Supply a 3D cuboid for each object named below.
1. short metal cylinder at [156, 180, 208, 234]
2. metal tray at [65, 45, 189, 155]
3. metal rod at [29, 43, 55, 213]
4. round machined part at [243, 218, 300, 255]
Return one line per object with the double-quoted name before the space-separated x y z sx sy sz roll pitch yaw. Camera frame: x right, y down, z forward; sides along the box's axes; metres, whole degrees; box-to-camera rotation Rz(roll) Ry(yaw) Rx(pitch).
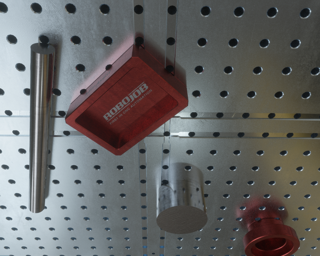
"short metal cylinder" 0.034 0.130 0.506 0.081 0.050 0.079 0 130 0
"metal tray" -0.042 -0.028 0.383 0.130 0.030 0.090 -37 122 26
"metal rod" -0.167 0.023 0.428 0.025 0.025 0.298 12 129 -10
"round machined part" 0.204 0.206 0.579 0.099 0.042 0.097 -1 130 0
